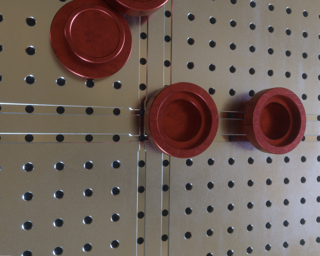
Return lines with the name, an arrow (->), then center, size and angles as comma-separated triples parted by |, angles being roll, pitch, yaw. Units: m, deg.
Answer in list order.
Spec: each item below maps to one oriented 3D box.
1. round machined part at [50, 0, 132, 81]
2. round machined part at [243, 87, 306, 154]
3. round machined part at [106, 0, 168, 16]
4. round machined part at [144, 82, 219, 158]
round machined part -> -0.081, -0.109, 0.374 | 0.099, 0.042, 0.097 | 0, 90, -21
round machined part -> 0.167, -0.010, 0.467 | 0.099, 0.042, 0.097 | 0, 90, -21
round machined part -> -0.033, -0.189, 0.391 | 0.099, 0.042, 0.097 | 1, 88, -21
round machined part -> 0.025, -0.010, 0.414 | 0.099, 0.042, 0.097 | 0, 90, -20
